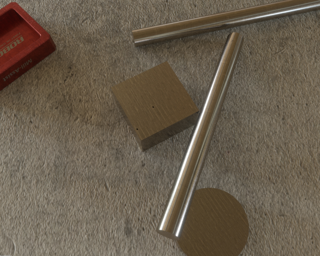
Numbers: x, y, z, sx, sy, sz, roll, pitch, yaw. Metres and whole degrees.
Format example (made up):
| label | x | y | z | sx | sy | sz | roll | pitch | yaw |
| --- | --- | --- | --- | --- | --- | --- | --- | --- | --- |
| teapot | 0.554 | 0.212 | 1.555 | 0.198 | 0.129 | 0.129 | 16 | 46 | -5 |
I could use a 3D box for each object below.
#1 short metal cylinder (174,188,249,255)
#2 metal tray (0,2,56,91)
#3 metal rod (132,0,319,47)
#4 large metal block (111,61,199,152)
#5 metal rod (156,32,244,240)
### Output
| label | x | y | z | sx | sy | sz | roll | pitch | yaw |
| --- | --- | --- | --- | --- | --- | --- | --- | --- | --- |
| short metal cylinder | 0.055 | 0.112 | 0.355 | 0.081 | 0.050 | 0.080 | 0 | 70 | 0 |
| metal tray | -0.230 | -0.111 | 0.443 | 0.130 | 0.030 | 0.090 | -42 | 76 | -14 |
| metal rod | 0.108 | -0.165 | 0.469 | 0.302 | 0.025 | 0.025 | -13 | 71 | -5 |
| large metal block | -0.007 | -0.028 | 0.405 | 0.080 | 0.050 | 0.080 | -27 | 73 | -10 |
| metal rod | 0.060 | -0.013 | 0.383 | 0.025 | 0.025 | 0.300 | 20 | 60 | 7 |
